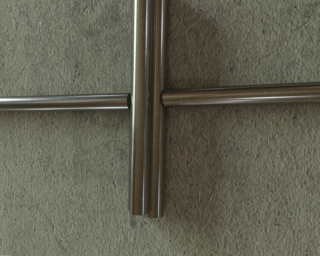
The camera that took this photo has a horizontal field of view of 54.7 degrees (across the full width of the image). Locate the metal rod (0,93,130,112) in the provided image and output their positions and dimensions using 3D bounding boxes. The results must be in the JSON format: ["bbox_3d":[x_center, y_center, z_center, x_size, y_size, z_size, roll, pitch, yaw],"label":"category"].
[{"bbox_3d":[-0.182,-0.037,0.472,0.301,0.025,0.025,1,90,19],"label":"metal rod"}]

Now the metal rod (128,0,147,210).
[{"bbox_3d":[-0.028,-0.039,0.420,0.025,0.025,0.298,1,90,19],"label":"metal rod"}]

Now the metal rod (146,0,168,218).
[{"bbox_3d":[-0.004,-0.033,0.412,0.025,0.025,0.298,1,90,19],"label":"metal rod"}]

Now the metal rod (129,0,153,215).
[{"bbox_3d":[-0.024,-0.041,0.396,0.025,0.025,0.298,1,90,19],"label":"metal rod"}]

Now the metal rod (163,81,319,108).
[{"bbox_3d":[0.150,-0.040,0.357,0.301,0.025,0.025,0,90,19],"label":"metal rod"}]
